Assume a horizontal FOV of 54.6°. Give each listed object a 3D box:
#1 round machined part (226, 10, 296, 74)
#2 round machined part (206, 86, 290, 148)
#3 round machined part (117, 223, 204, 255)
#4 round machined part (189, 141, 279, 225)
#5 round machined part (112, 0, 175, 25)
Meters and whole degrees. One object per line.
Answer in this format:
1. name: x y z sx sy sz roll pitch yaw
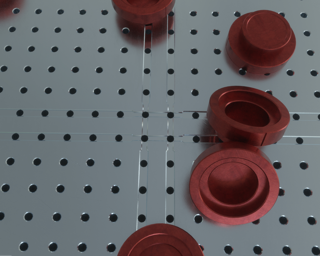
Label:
1. round machined part: 0.149 -0.131 0.452 0.099 0.042 0.098 0 70 0
2. round machined part: 0.107 -0.010 0.392 0.099 0.042 0.098 4 39 -3
3. round machined part: 0.001 0.158 0.345 0.099 0.042 0.098 0 70 0
4. round machined part: 0.084 0.060 0.364 0.098 0.042 0.097 2 110 7
5. round machined part: -0.025 -0.200 0.476 0.099 0.042 0.098 0 70 0
